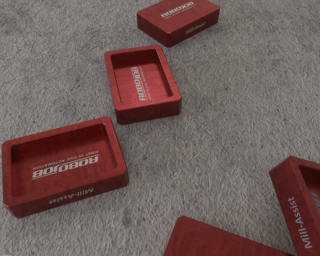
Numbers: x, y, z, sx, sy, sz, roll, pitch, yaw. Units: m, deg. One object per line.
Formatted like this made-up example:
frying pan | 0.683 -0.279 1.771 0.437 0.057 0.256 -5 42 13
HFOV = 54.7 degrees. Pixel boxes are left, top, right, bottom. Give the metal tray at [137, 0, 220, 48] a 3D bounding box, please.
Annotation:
metal tray | 0.034 -0.204 0.572 0.131 0.030 0.090 -33 58 -25

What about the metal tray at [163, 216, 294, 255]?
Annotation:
metal tray | 0.063 0.145 0.278 0.130 0.030 0.090 17 52 13

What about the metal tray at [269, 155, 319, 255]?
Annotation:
metal tray | 0.165 0.095 0.296 0.091 0.030 0.130 16 46 -23

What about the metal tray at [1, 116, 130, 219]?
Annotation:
metal tray | -0.111 0.041 0.363 0.131 0.030 0.090 -15 52 -12

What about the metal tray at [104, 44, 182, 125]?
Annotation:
metal tray | -0.028 -0.068 0.456 0.091 0.030 0.130 -10 51 -9
